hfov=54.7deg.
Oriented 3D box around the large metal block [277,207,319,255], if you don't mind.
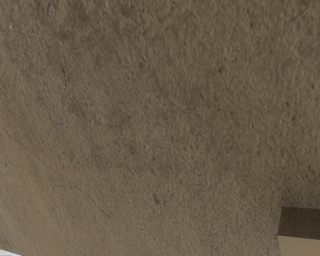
[{"bbox_3d":[0.195,0.147,0.379,0.080,0.050,0.080,-4,117,29],"label":"large metal block"}]
